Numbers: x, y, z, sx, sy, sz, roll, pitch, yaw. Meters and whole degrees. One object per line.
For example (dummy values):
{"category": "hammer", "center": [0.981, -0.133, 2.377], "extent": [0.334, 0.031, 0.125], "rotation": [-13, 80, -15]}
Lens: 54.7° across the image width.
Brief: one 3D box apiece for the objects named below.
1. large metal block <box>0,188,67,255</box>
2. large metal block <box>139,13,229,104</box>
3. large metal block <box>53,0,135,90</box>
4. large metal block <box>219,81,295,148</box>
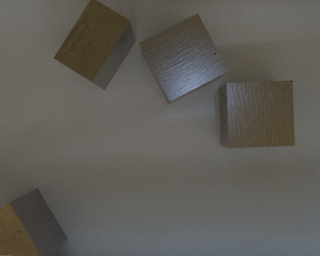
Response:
{"category": "large metal block", "center": [-0.168, 0.129, 0.382], "extent": [0.050, 0.080, 0.080], "rotation": [-30, 90, 0]}
{"category": "large metal block", "center": [0.029, -0.086, 0.399], "extent": [0.080, 0.050, 0.080], "rotation": [-28, 90, 0]}
{"category": "large metal block", "center": [-0.075, -0.098, 0.383], "extent": [0.050, 0.080, 0.080], "rotation": [32, 90, -1]}
{"category": "large metal block", "center": [0.122, -0.017, 0.401], "extent": [0.081, 0.050, 0.079], "rotation": [-2, 90, -1]}
